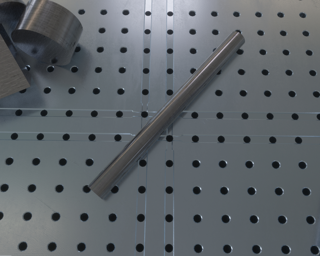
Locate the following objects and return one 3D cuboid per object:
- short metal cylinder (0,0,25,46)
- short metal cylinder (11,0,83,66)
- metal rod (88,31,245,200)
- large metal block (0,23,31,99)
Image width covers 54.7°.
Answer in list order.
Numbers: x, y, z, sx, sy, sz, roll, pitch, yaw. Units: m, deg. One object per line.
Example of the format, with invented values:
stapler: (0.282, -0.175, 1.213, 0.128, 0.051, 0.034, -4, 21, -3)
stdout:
short metal cylinder: (-0.229, -0.159, 0.439, 0.080, 0.080, 0.050, -39, 75, -13)
short metal cylinder: (-0.155, -0.130, 0.429, 0.080, 0.080, 0.050, 14, 71, 5)
metal rod: (0.018, -0.027, 0.421, 0.025, 0.025, 0.301, 39, 74, 13)
large metal block: (-0.227, -0.081, 0.403, 0.080, 0.080, 0.050, -25, 31, -9)
